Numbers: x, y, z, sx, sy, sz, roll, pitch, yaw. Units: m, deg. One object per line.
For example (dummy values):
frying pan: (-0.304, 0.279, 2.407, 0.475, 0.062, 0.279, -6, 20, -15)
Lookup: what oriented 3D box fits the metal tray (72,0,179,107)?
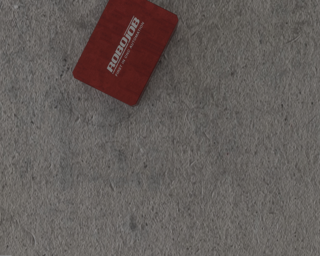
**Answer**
metal tray: (-0.044, -0.104, 0.407, 0.090, 0.030, 0.130, 27, 90, 0)
